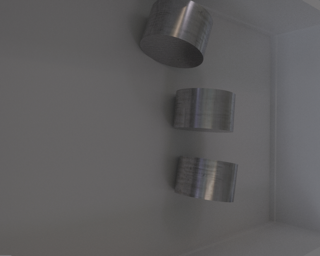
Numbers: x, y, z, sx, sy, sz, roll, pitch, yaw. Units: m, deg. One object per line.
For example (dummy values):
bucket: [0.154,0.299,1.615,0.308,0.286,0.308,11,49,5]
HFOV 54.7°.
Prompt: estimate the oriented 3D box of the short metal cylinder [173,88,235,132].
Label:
short metal cylinder: [0.060,-0.022,0.421,0.081,0.080,0.050,7,86,-40]

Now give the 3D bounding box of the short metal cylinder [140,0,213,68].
short metal cylinder: [0.021,-0.116,0.388,0.080,0.080,0.050,25,74,-37]

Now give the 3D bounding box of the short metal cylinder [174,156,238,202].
short metal cylinder: [0.063,0.069,0.424,0.081,0.080,0.050,14,81,-39]
